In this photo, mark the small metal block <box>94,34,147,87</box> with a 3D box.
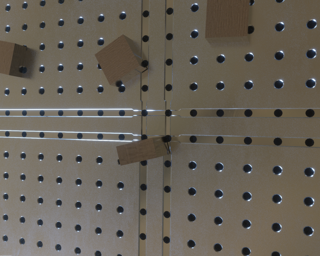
[{"bbox_3d":[-0.055,-0.092,0.431,0.050,0.025,0.050,-30,80,17],"label":"small metal block"}]

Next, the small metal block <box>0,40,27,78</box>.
[{"bbox_3d":[-0.247,-0.112,0.498,0.050,0.025,0.050,14,95,19],"label":"small metal block"}]

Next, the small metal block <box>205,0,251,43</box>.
[{"bbox_3d":[0.084,-0.134,0.383,0.050,0.025,0.050,4,91,19],"label":"small metal block"}]

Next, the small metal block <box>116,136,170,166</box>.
[{"bbox_3d":[-0.021,0.029,0.406,0.050,0.050,0.025,-14,85,19],"label":"small metal block"}]
